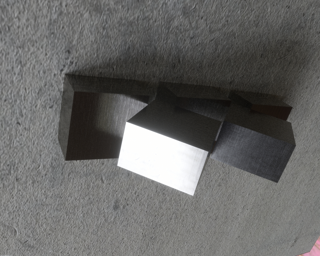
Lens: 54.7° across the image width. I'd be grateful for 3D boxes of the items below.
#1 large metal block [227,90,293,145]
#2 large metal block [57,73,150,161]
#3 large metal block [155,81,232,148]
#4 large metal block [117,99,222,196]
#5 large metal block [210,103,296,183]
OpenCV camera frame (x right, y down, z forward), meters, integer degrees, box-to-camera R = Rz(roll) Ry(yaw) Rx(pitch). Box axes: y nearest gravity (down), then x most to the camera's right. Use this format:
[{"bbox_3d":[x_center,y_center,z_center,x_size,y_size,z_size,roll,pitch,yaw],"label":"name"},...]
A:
[{"bbox_3d":[0.137,-0.008,0.465,0.081,0.050,0.079,1,118,-30],"label":"large metal block"},{"bbox_3d":[-0.066,-0.012,0.350,0.081,0.050,0.079,0,118,-29],"label":"large metal block"},{"bbox_3d":[0.035,-0.012,0.406,0.081,0.050,0.079,1,118,-29],"label":"large metal block"},{"bbox_3d":[0.013,0.015,0.326,0.080,0.080,0.050,-47,155,-62],"label":"large metal block"},{"bbox_3d":[0.115,0.014,0.385,0.080,0.080,0.050,20,114,11],"label":"large metal block"}]
